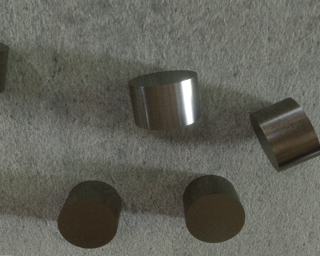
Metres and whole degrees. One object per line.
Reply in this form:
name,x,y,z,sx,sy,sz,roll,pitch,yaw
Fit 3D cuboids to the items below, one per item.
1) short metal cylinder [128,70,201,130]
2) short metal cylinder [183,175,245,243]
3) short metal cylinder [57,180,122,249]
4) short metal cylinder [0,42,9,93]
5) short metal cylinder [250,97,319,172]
short metal cylinder,0.006,-0.035,0.368,0.080,0.080,0.050,-7,110,2
short metal cylinder,0.074,0.114,0.440,0.081,0.050,0.079,0,110,-1
short metal cylinder,-0.098,0.122,0.440,0.081,0.050,0.079,0,110,-1
short metal cylinder,-0.218,-0.074,0.350,0.081,0.080,0.050,14,110,-6
short metal cylinder,0.153,0.009,0.386,0.050,0.080,0.080,-25,109,8
